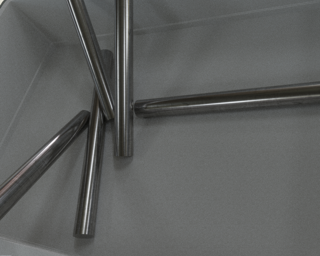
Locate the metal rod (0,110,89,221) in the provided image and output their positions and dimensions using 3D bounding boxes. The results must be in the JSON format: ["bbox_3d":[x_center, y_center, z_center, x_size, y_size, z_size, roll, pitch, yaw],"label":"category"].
[{"bbox_3d":[-0.151,0.055,0.350,0.025,0.025,0.301,-12,24,22],"label":"metal rod"}]

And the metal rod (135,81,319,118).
[{"bbox_3d":[0.105,-0.035,0.371,0.301,0.025,0.025,-3,60,26],"label":"metal rod"}]

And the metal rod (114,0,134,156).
[{"bbox_3d":[-0.048,-0.113,0.412,0.025,0.025,0.298,-1,89,28],"label":"metal rod"}]

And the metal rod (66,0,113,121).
[{"bbox_3d":[-0.114,-0.155,0.457,0.025,0.025,0.299,-20,88,16],"label":"metal rod"}]

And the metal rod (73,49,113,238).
[{"bbox_3d":[-0.092,0.002,0.450,0.025,0.025,0.299,-13,56,20],"label":"metal rod"}]
